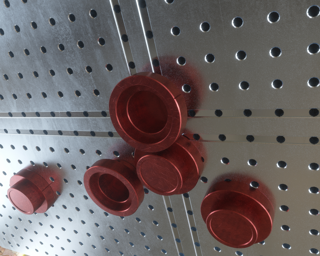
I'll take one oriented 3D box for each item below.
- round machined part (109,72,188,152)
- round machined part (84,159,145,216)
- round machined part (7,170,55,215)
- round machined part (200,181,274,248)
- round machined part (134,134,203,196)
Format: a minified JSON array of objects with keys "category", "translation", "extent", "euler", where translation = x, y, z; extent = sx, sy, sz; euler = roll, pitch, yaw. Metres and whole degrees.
[{"category":"round machined part","translation":[-0.011,-0.022,0.388],"extent":[0.098,0.042,0.097],"euler":[11,116,23]},{"category":"round machined part","translation":[-0.068,0.089,0.492],"extent":[0.098,0.042,0.097],"euler":[13,124,21]},{"category":"round machined part","translation":[-0.266,0.135,0.626],"extent":[0.098,0.042,0.097],"euler":[13,124,21]},{"category":"round machined part","translation":[0.102,0.124,0.424],"extent":[0.098,0.042,0.097],"euler":[13,124,21]},{"category":"round machined part","translation":[0.007,0.055,0.431],"extent":[0.098,0.042,0.097],"euler":[13,124,21]}]
